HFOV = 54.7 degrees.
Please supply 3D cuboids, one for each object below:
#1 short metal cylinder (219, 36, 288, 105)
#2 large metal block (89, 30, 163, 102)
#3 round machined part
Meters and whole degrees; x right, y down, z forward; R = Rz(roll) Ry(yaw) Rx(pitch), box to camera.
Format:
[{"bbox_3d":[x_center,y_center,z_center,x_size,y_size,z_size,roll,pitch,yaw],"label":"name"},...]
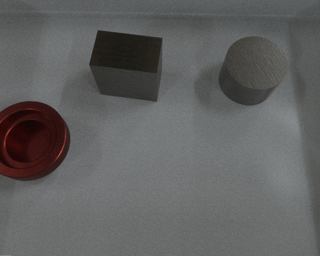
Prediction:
[{"bbox_3d":[0.126,-0.078,0.426,0.081,0.050,0.080,0,70,0],"label":"short metal cylinder"},{"bbox_3d":[-0.040,-0.079,0.409,0.080,0.080,0.050,7,70,2],"label":"large metal block"},{"bbox_3d":[-0.163,0.019,0.392,0.099,0.042,0.098,0,70,-1],"label":"round machined part"}]
